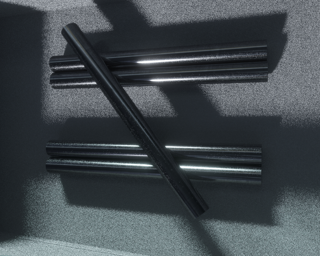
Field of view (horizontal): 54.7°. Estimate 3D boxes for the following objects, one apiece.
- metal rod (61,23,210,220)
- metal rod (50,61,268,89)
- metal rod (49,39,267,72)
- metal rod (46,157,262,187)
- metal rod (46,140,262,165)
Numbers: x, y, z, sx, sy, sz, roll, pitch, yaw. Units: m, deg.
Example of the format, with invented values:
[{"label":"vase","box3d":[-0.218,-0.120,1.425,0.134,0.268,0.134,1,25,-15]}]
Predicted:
[{"label":"metal rod","box3d":[-0.038,-0.017,0.396,0.025,0.025,0.299,-40,78,16]},{"label":"metal rod","box3d":[-0.015,-0.069,0.414,0.301,0.025,0.025,1,90,19]},{"label":"metal rod","box3d":[-0.016,-0.093,0.414,0.301,0.025,0.025,1,90,19]},{"label":"metal rod","box3d":[-0.022,0.056,0.416,0.301,0.025,0.025,0,90,19]},{"label":"metal rod","box3d":[-0.021,0.031,0.416,0.301,0.025,0.025,0,90,19]}]
